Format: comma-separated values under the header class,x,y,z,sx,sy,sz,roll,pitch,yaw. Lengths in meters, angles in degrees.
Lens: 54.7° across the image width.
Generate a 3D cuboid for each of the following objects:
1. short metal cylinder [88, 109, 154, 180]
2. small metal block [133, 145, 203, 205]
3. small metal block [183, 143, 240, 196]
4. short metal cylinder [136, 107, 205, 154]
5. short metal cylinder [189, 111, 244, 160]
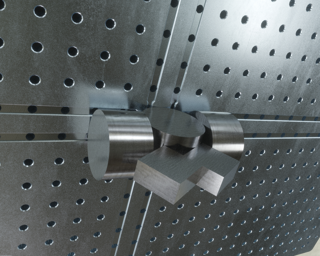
class,x,y,z,sx,sy,sz,roll,pitch,yaw
short metal cylinder,-0.048,0.019,0.360,0.050,0.080,0.079,1,118,-29
small metal block,0.009,0.047,0.324,0.050,0.050,0.025,-25,136,-54
small metal block,0.056,0.045,0.354,0.050,0.050,0.025,-24,135,-54
short metal cylinder,0.011,0.013,0.389,0.081,0.080,0.050,1,118,-29
short metal cylinder,0.067,0.017,0.422,0.050,0.080,0.079,1,118,-28
